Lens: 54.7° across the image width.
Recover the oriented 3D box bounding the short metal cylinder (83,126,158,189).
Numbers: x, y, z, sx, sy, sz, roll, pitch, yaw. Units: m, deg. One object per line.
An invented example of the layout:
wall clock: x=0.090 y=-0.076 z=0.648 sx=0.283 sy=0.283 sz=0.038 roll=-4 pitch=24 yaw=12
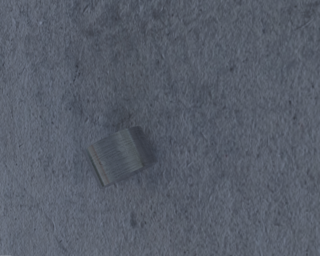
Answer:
short metal cylinder: x=-0.050 y=0.038 z=0.396 sx=0.080 sy=0.080 sz=0.050 roll=-29 pitch=81 yaw=17
